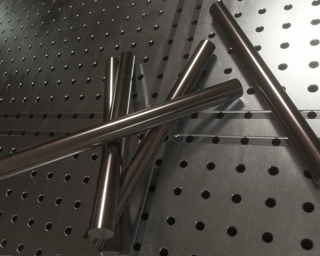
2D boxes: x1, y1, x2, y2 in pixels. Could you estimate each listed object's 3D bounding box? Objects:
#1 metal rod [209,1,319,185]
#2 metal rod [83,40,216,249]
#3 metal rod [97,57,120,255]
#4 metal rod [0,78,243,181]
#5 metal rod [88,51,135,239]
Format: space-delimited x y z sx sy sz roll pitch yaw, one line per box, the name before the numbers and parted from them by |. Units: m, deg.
metal rod | 0.124 -0.067 0.383 0.025 0.025 0.299 -26 53 11
metal rod | -0.002 0.003 0.389 0.025 0.025 0.300 15 64 34
metal rod | -0.068 0.017 0.431 0.025 0.025 0.299 -17 55 18
metal rod | -0.042 -0.002 0.360 0.302 0.025 0.025 -19 51 -11
metal rod | -0.055 -0.007 0.402 0.025 0.025 0.300 -17 43 18
